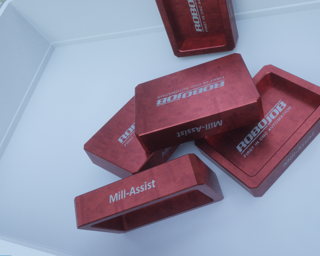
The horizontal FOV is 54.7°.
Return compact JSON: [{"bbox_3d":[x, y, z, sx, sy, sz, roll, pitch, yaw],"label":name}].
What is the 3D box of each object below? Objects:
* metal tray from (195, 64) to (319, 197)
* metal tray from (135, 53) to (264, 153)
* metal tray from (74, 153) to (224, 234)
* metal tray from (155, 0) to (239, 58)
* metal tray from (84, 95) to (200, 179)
[{"bbox_3d":[0.114,-0.001,0.342,0.130,0.030,0.090,-46,52,-5],"label":"metal tray"},{"bbox_3d":[0.038,-0.030,0.347,0.130,0.030,0.090,-16,43,11],"label":"metal tray"},{"bbox_3d":[-0.008,0.073,0.320,0.130,0.090,0.030,-23,62,14],"label":"metal tray"},{"bbox_3d":[0.046,-0.161,0.410,0.090,0.130,0.030,-1,43,27],"label":"metal tray"},{"bbox_3d":[-0.018,0.003,0.386,0.090,0.030,0.130,20,56,35],"label":"metal tray"}]
